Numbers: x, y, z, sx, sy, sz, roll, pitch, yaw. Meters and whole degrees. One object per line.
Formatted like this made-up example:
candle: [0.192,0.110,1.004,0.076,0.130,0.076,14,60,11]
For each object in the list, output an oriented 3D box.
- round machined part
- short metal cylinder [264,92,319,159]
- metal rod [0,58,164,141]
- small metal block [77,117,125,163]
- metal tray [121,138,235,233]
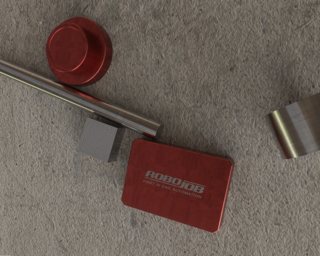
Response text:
round machined part: [-0.121,-0.110,0.441,0.098,0.042,0.097,0,90,19]
short metal cylinder: [0.158,-0.005,0.324,0.080,0.080,0.050,-24,82,18]
metal rod: [-0.133,-0.049,0.454,0.301,0.025,0.025,22,97,18]
small metal block: [-0.082,0.016,0.437,0.050,0.025,0.050,19,96,18]
metal tray: [0.021,0.069,0.398,0.130,0.030,0.089,12,94,19]
